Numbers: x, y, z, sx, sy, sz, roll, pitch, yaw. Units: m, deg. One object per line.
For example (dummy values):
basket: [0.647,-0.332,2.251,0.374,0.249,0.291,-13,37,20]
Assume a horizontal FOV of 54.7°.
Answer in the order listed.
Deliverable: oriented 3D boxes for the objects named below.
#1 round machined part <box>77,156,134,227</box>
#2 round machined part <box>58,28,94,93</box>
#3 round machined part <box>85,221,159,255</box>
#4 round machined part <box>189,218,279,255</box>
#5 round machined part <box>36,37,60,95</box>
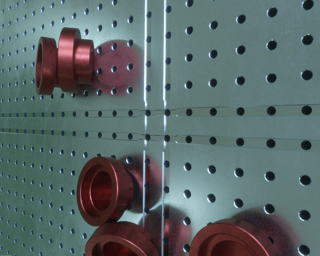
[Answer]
round machined part: [-0.077,0.092,0.452,0.098,0.042,0.098,-10,75,42]
round machined part: [-0.126,-0.103,0.477,0.098,0.042,0.097,-176,89,-83]
round machined part: [-0.047,0.165,0.416,0.098,0.042,0.097,9,119,16]
round machined part: [0.083,0.145,0.329,0.098,0.042,0.097,0,90,39]
round machined part: [-0.186,-0.105,0.534,0.098,0.042,0.097,-7,82,61]
